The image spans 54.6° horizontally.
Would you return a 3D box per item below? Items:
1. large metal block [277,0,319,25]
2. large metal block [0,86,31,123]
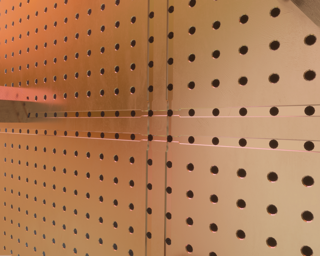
[{"bbox_3d":[0.132,-0.146,0.265,0.050,0.081,0.080,50,119,28],"label":"large metal block"},{"bbox_3d":[-0.332,-0.051,0.651,0.080,0.081,0.050,33,111,35],"label":"large metal block"}]
